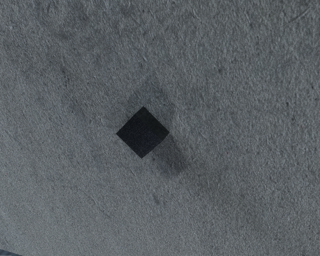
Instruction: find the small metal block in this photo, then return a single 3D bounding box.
[{"bbox_3d":[-0.024,0.007,0.423,0.050,0.025,0.050,45,129,-4],"label":"small metal block"}]
